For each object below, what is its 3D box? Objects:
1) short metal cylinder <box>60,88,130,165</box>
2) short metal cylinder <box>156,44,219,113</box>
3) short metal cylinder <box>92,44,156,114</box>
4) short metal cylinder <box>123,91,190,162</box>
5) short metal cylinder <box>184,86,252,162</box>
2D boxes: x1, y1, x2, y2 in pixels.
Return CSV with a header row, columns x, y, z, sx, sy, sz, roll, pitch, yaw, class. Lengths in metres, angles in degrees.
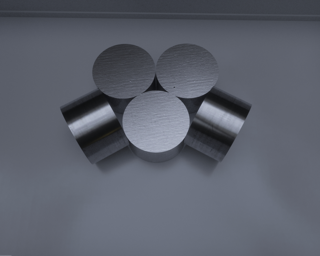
x,y,z,sx,sy,sz,roll,pitch,yaw,class
-0.079,-0.002,0.379,0.050,0.080,0.080,-29,73,-10,short metal cylinder
0.035,-0.066,0.419,0.081,0.050,0.080,0,70,0,short metal cylinder
-0.046,-0.065,0.418,0.081,0.050,0.080,0,70,0,short metal cylinder
-0.005,-0.001,0.395,0.081,0.050,0.080,0,70,0,short metal cylinder
0.070,-0.005,0.381,0.050,0.080,0.080,28,73,10,short metal cylinder
